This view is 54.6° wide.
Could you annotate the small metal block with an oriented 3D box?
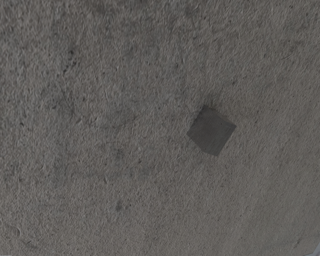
[{"bbox_3d":[0.070,0.003,0.430,0.025,0.050,0.050,19,108,-36],"label":"small metal block"}]
